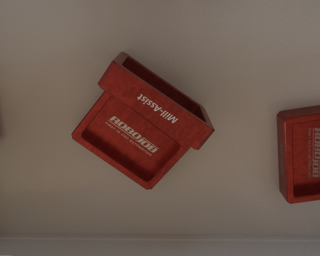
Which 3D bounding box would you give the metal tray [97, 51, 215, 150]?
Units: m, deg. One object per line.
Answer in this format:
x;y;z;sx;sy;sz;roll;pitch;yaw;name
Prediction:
-0.002;-0.035;0.363;0.130;0.090;0.030;33;107;-12;metal tray

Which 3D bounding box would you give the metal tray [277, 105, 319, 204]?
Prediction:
0.212;0.036;0.423;0.090;0.030;0.129;-9;110;3;metal tray

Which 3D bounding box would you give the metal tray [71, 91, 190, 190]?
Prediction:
-0.037;0.012;0.412;0.130;0.030;0.090;37;106;-13;metal tray
